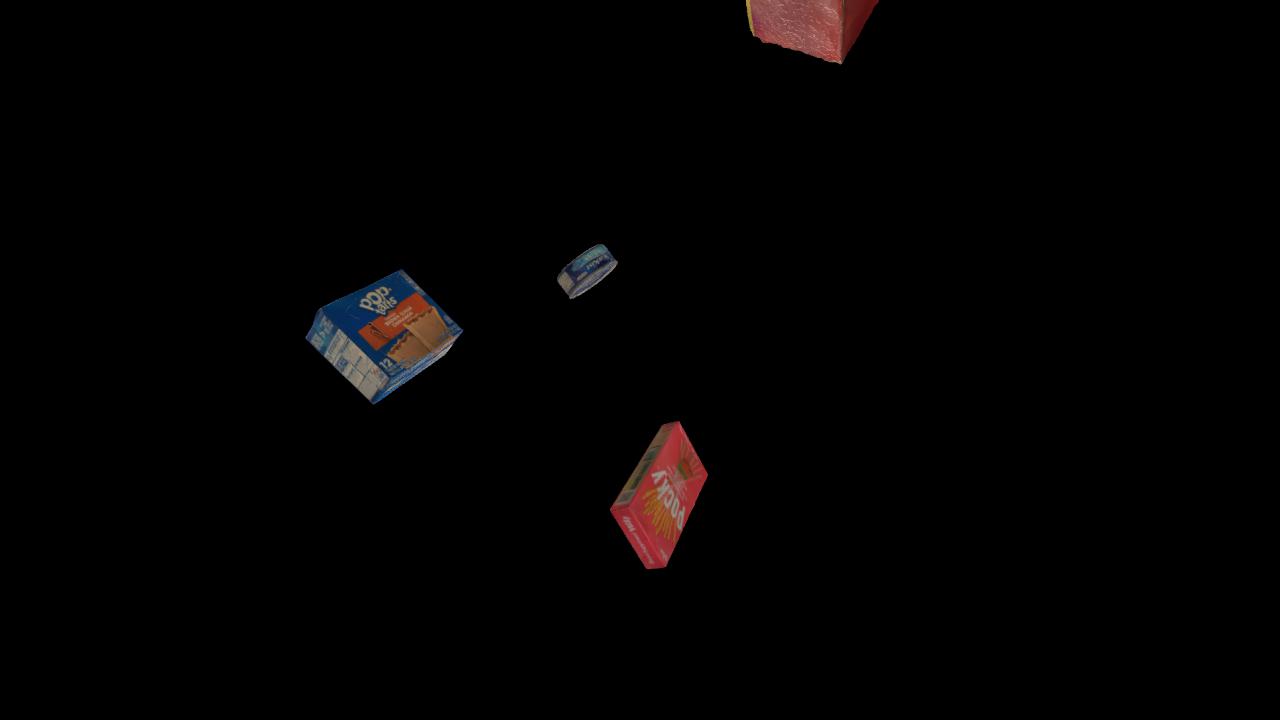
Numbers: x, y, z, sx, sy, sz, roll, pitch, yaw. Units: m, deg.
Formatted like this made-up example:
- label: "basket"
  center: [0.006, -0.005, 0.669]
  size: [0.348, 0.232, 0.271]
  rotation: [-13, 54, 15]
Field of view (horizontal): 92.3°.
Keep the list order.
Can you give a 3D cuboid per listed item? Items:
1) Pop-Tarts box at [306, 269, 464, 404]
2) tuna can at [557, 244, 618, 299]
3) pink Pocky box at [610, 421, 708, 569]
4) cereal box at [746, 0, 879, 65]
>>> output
- label: "Pop-Tarts box"
  center: [-0.385, -0.040, 0.942]
  size: [0.083, 0.141, 0.167]
  rotation: [-42, 5, 36]
- label: "tuna can"
  center: [-0.073, -0.123, 0.849]
  size: [0.084, 0.034, 0.084]
  rotation: [-37, 0, 0]
- label: "pink Pocky box"
  center: [0.026, 0.146, 0.684]
  size: [0.029, 0.084, 0.155]
  rotation: [-18, 20, 33]
- label: "cereal box"
  center: [0.154, -0.359, 0.331]
  size: [0.081, 0.306, 0.203]
  rotation: [29, -2, 20]
